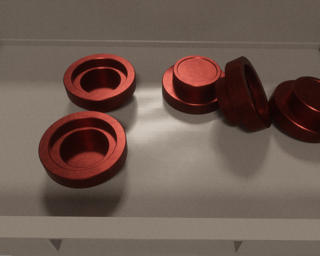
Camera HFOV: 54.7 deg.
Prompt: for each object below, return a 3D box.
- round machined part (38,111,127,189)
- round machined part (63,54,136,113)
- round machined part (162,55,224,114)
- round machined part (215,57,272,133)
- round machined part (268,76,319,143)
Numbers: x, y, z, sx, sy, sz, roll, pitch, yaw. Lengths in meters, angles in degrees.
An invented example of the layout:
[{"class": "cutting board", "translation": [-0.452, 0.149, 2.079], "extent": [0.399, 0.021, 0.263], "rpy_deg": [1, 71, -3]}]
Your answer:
[{"class": "round machined part", "translation": [-0.088, 0.029, 0.368], "extent": [0.099, 0.042, 0.098], "rpy_deg": [0, 50, 0]}, {"class": "round machined part", "translation": [-0.083, -0.060, 0.443], "extent": [0.099, 0.042, 0.098], "rpy_deg": [0, 50, 0]}, {"class": "round machined part", "translation": [0.052, -0.069, 0.453], "extent": [0.099, 0.042, 0.098], "rpy_deg": [0, 50, 0]}, {"class": "round machined part", "translation": [0.107, -0.040, 0.406], "extent": [0.042, 0.098, 0.098], "rpy_deg": [-21, 42, 30]}, {"class": "round machined part", "translation": [0.200, -0.031, 0.412], "extent": [0.099, 0.042, 0.098], "rpy_deg": [7, 50, -8]}]
